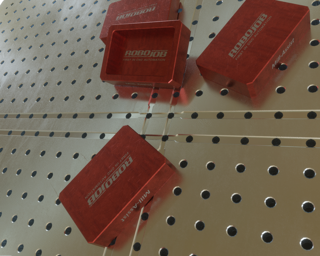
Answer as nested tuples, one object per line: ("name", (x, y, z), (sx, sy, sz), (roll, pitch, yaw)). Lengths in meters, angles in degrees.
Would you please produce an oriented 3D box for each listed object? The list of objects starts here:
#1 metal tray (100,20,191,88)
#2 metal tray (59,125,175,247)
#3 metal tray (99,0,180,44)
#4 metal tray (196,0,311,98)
("metal tray", (-0.025, -0.109, 0.464), (0.130, 0.030, 0.090), (8, 86, 31))
("metal tray", (-0.056, 0.069, 0.390), (0.130, 0.030, 0.090), (-47, 52, -6))
("metal tray", (-0.035, -0.190, 0.539), (0.130, 0.030, 0.090), (-5, 59, 25))
("metal tray", (0.122, -0.111, 0.409), (0.090, 0.030, 0.130), (33, 79, 37))
